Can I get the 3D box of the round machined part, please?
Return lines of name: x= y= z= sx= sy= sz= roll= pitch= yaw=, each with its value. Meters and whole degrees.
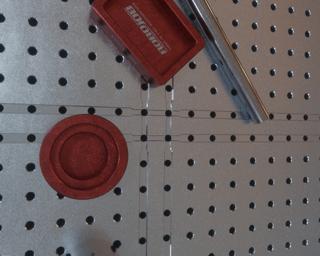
round machined part: x=-0.091 y=0.032 z=0.370 sx=0.099 sy=0.042 sz=0.097 roll=0 pitch=90 yaw=-20

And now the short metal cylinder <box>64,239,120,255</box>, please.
short metal cylinder: x=-0.080 y=0.182 z=0.370 sx=0.081 sy=0.050 sz=0.080 roll=0 pitch=90 yaw=-20

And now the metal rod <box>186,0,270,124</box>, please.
metal rod: x=0.076 y=-0.137 z=0.439 sx=0.025 sy=0.025 sz=0.299 roll=-35 pitch=102 yaw=-16

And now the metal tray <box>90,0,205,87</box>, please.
metal tray: x=-0.014 y=-0.129 z=0.404 sx=0.090 sy=0.030 sz=0.130 roll=-45 pitch=104 yaw=-14
